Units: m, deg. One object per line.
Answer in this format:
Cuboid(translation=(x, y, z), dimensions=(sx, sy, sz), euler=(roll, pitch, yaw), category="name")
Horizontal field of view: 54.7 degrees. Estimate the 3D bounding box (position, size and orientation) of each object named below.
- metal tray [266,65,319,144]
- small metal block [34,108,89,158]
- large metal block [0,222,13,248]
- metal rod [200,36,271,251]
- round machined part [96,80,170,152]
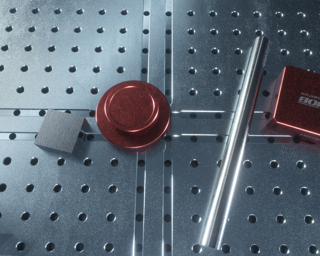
Cuboid(translation=(0.222, -0.025, 0.421), dimensions=(0.131, 0.030, 0.090), euler=(17, 71, 6), category="metal tray")
Cuboid(translation=(-0.128, 0.007, 0.408), dimensions=(0.050, 0.025, 0.050), euler=(14, 70, 4), category="small metal block")
Cuboid(translation=(-0.235, 0.126, 0.350), dimensions=(0.080, 0.050, 0.080), euler=(37, 74, 12), category="large metal block")
Cuboid(translation=(0.105, 0.006, 0.410), dimensions=(0.025, 0.025, 0.299), euler=(17, 71, 6), category="metal rod")
Cuboid(translation=(-0.036, -0.021, 0.410), dimensions=(0.099, 0.042, 0.098), euler=(0, 70, -1), category="round machined part")
